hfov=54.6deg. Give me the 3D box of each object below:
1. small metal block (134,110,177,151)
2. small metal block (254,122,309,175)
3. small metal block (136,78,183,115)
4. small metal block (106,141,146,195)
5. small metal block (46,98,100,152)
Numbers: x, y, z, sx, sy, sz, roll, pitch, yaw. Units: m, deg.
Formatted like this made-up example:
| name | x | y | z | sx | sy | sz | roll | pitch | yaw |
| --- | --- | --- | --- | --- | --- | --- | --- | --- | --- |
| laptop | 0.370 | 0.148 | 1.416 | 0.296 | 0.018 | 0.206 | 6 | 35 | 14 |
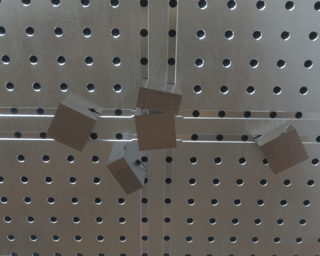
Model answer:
| name | x | y | z | sx | sy | sz | roll | pitch | yaw |
| --- | --- | --- | --- | --- | --- | --- | --- | --- | --- |
| small metal block | -0.005 | 0.001 | 0.414 | 0.050 | 0.025 | 0.050 | -5 | 110 | 2 |
| small metal block | 0.166 | 0.028 | 0.425 | 0.050 | 0.025 | 0.050 | -29 | 108 | 10 |
| small metal block | -0.001 | -0.040 | 0.385 | 0.050 | 0.050 | 0.025 | 10 | 110 | -4 |
| small metal block | -0.044 | 0.053 | 0.419 | 0.025 | 0.050 | 0.050 | -29 | 108 | 10 |
| small metal block | -0.115 | -0.004 | 0.411 | 0.050 | 0.025 | 0.050 | 26 | 108 | -10 |
